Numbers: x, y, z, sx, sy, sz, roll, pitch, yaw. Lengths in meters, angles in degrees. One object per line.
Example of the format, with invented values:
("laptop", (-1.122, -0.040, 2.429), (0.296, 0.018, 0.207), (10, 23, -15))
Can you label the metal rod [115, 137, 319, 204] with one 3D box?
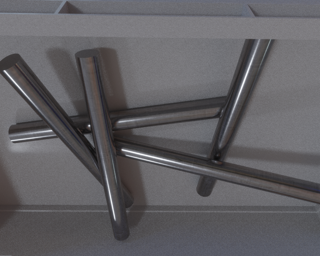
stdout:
("metal rod", (0.061, 0.051, 0.403), (0.301, 0.025, 0.025), (13, 131, 8))

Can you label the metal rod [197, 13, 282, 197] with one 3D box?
("metal rod", (0.081, 0.003, 0.381), (0.025, 0.025, 0.298), (3, 140, -3))

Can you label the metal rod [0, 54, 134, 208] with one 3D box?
("metal rod", (-0.099, 0.029, 0.403), (0.025, 0.025, 0.299), (-14, 138, 11))

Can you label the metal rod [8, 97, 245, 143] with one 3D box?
("metal rod", (-0.046, -0.010, 0.399), (0.302, 0.025, 0.025), (-7, 130, 5))

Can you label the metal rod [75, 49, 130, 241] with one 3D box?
("metal rod", (-0.068, 0.045, 0.406), (0.025, 0.025, 0.298), (-2, 124, 2))
